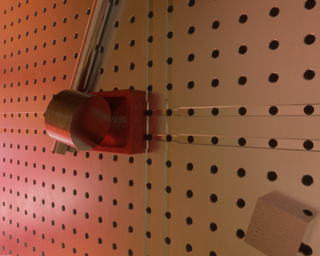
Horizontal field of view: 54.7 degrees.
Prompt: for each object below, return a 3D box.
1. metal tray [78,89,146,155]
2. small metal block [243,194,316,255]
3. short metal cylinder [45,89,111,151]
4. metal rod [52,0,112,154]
[{"bbox_3d":[-0.079,-0.009,0.471,0.130,0.030,0.089,1,91,40],"label":"metal tray"},{"bbox_3d":[0.119,0.102,0.311,0.050,0.025,0.050,24,105,37],"label":"small metal block"},{"bbox_3d":[-0.117,-0.012,0.448,0.050,0.080,0.079,17,101,29],"label":"short metal cylinder"},{"bbox_3d":[-0.130,-0.092,0.516,0.025,0.025,0.298,33,111,35],"label":"metal rod"}]
